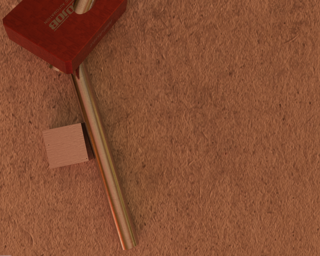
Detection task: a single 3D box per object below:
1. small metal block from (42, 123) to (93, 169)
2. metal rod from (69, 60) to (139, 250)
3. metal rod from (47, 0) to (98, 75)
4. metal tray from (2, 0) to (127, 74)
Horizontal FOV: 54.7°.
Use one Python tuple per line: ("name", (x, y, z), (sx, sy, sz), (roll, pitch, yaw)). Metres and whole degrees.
("small metal block", (-0.121, 0.023, 0.408), (0.050, 0.025, 0.050), (-12, 90, -1))
("metal rod", (-0.082, 0.012, 0.408), (0.025, 0.025, 0.298), (-17, 90, 0))
("metal rod", (-0.068, -0.208, 0.376), (0.025, 0.025, 0.299), (23, 93, -1))
("metal tray", (-0.111, -0.141, 0.382), (0.090, 0.030, 0.130), (32, 67, 0))
